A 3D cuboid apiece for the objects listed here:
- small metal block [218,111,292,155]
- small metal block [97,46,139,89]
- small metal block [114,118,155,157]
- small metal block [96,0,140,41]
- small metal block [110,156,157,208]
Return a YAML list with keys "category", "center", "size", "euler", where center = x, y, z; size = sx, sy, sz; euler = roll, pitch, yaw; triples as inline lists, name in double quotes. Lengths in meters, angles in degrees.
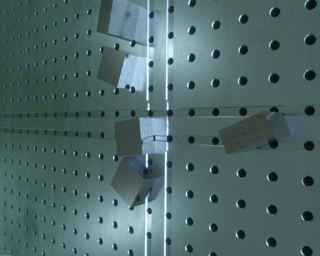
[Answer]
- category: "small metal block"
  center: [0.096, 0.005, 0.314]
  size: [0.050, 0.050, 0.025]
  euler: [-28, 72, 36]
- category: "small metal block"
  center: [-0.064, -0.091, 0.464]
  size: [0.050, 0.025, 0.050]
  euler: [27, 107, 37]
- category: "small metal block"
  center: [-0.037, 0.014, 0.441]
  size: [0.050, 0.025, 0.050]
  euler: [-9, 84, 39]
- category: "small metal block"
  center: [-0.059, -0.156, 0.443]
  size: [0.025, 0.050, 0.050]
  euler: [19, 102, 38]
- category: "small metal block"
  center: [-0.039, 0.076, 0.443]
  size: [0.050, 0.025, 0.050]
  euler: [40, 114, 33]
